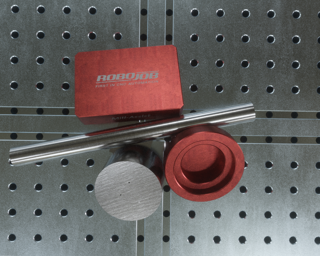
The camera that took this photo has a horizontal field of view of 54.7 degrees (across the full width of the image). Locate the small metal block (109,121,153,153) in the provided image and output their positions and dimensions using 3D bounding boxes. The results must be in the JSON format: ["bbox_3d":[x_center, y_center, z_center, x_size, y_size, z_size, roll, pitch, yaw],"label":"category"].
[{"bbox_3d":[-0.036,0.015,0.421,0.050,0.025,0.050,18,90,-1],"label":"small metal block"}]

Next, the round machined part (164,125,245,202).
[{"bbox_3d":[0.053,0.041,0.394,0.099,0.042,0.097,-2,112,-4],"label":"round machined part"}]

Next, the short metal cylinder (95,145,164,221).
[{"bbox_3d":[-0.035,0.068,0.389,0.080,0.050,0.079,1,109,5],"label":"short metal cylinder"}]

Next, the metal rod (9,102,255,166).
[{"bbox_3d":[-0.033,0.007,0.387,0.302,0.025,0.025,-11,90,-1],"label":"metal rod"}]

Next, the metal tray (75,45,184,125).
[{"bbox_3d":[-0.040,-0.056,0.396,0.131,0.030,0.090,-5,71,-1],"label":"metal tray"}]
